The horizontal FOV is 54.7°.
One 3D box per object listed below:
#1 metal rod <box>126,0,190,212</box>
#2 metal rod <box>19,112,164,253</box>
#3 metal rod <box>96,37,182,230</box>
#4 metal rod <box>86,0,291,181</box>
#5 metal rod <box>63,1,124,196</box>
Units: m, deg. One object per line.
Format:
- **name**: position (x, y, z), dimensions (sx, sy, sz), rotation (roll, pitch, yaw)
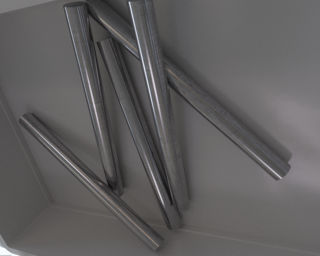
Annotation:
- **metal rod**: position (0.006, -0.004, 0.379), dimensions (0.025, 0.025, 0.298), rotation (6, 129, 25)
- **metal rod**: position (-0.114, 0.079, 0.489), dimensions (0.300, 0.025, 0.025), rotation (41, 130, 11)
- **metal rod**: position (-0.022, 0.022, 0.433), dimensions (0.025, 0.025, 0.298), rotation (-5, 116, 30)
- **metal rod**: position (0.031, -0.047, 0.363), dimensions (0.300, 0.025, 0.025), rotation (41, 129, -1)
- **metal rod**: position (-0.083, -0.015, 0.426), dimensions (0.025, 0.025, 0.298), rotation (11, 129, 22)
